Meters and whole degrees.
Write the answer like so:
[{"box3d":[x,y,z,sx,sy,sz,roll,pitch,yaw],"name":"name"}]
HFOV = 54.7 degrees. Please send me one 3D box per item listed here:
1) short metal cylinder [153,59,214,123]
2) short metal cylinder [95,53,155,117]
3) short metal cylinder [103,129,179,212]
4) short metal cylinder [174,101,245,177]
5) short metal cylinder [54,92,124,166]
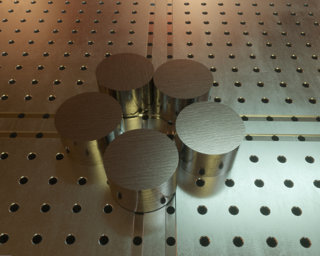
[{"box3d":[0.031,-0.051,0.433,0.081,0.050,0.080,0,50,0],"name":"short metal cylinder"},{"box3d":[-0.048,-0.063,0.443,0.081,0.050,0.080,0,50,0],"name":"short metal cylinder"},{"box3d":[-0.020,0.047,0.350,0.080,0.050,0.080,0,50,1],"name":"short metal cylinder"},{"box3d":[0.058,0.013,0.379,0.081,0.050,0.080,0,51,0],"name":"short metal cylinder"},{"box3d":[-0.086,0.000,0.390,0.081,0.050,0.080,0,50,0],"name":"short metal cylinder"}]
